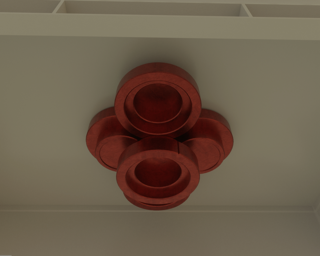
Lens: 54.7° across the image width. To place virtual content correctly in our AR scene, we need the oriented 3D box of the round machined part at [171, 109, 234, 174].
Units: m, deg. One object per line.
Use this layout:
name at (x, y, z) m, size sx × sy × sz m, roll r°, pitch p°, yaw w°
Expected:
round machined part at (0.050, 0.025, 0.417) m, size 0.099 × 0.042 × 0.097 m, roll -1°, pitch 130°, yaw 0°

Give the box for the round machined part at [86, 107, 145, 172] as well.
round machined part at (-0.050, 0.022, 0.414) m, size 0.099 × 0.042 × 0.097 m, roll -1°, pitch 130°, yaw 0°

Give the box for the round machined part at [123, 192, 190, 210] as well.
round machined part at (-0.004, 0.077, 0.461) m, size 0.099 × 0.042 × 0.097 m, roll -1°, pitch 130°, yaw 0°

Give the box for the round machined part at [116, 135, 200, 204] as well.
round machined part at (-0.002, 0.047, 0.380) m, size 0.099 × 0.042 × 0.097 m, roll -1°, pitch 130°, yaw 0°

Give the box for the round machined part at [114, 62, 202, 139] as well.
round machined part at (-0.002, -0.034, 0.366) m, size 0.099 × 0.042 × 0.097 m, roll -1°, pitch 130°, yaw 0°
